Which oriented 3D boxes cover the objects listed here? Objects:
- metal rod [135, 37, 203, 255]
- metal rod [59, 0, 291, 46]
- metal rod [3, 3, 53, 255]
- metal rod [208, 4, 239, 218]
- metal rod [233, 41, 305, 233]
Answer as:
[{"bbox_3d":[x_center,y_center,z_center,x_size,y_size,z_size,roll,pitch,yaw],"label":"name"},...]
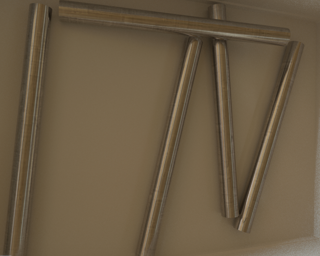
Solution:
[{"bbox_3d":[0.013,0.025,0.415,0.025,0.025,0.299,15,85,-20],"label":"metal rod"},{"bbox_3d":[0.029,-0.133,0.401,0.302,0.025,0.025,2,89,-13],"label":"metal rod"},{"bbox_3d":[-0.151,0.009,0.354,0.025,0.025,0.298,6,88,-20],"label":"metal rod"},{"bbox_3d":[0.091,-0.023,0.443,0.025,0.025,0.298,-5,92,-20],"label":"metal rod"},{"bbox_3d":[0.167,0.009,0.471,0.025,0.025,0.299,21,83,-19],"label":"metal rod"}]
